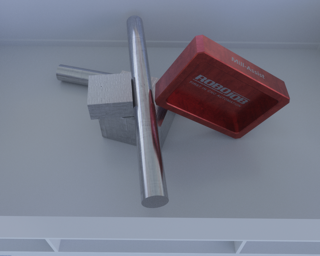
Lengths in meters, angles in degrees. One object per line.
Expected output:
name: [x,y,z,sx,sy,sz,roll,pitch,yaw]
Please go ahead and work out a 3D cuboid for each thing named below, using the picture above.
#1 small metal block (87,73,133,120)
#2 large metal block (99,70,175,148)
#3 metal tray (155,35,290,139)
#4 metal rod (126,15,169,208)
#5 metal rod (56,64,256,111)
small metal block: [-0.058,-0.039,0.370,0.050,0.025,0.050,-5,50,-5]
large metal block: [-0.025,-0.024,0.407,0.080,0.050,0.080,14,51,11]
metal tray: [0.071,-0.041,0.362,0.131,0.090,0.030,22,47,-24]
metal rod: [-0.022,-0.047,0.377,0.025,0.025,0.300,-5,50,-5]
metal rod: [-0.006,-0.056,0.451,0.301,0.025,0.025,11,51,9]
